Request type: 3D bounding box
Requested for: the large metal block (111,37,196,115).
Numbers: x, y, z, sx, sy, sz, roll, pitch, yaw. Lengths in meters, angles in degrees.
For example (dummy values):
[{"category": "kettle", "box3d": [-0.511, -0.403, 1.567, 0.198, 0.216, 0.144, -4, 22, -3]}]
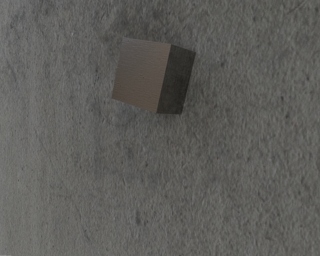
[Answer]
[{"category": "large metal block", "box3d": [-0.010, -0.066, 0.395, 0.080, 0.050, 0.079, 20, 103, 38]}]
